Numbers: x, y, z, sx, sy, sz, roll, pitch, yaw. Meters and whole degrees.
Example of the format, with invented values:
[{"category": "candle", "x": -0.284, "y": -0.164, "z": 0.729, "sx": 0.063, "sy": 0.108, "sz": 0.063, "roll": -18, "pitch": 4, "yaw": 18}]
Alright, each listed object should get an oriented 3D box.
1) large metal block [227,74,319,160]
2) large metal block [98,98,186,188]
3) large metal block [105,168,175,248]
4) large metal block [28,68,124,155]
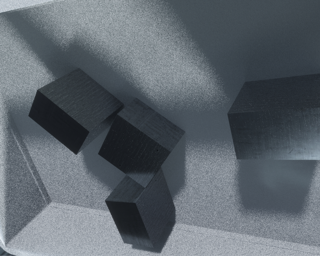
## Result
[{"category": "large metal block", "x": 0.119, "y": -0.012, "z": 0.302, "sx": 0.080, "sy": 0.080, "sz": 0.050, "roll": -3, "pitch": 117, "yaw": 29}, {"category": "large metal block", "x": -0.026, "y": 0.020, "z": 0.417, "sx": 0.080, "sy": 0.050, "sz": 0.079, "roll": 35, "pitch": 129, "yaw": 4}, {"category": "large metal block", "x": -0.025, "y": 0.113, "z": 0.455, "sx": 0.050, "sy": 0.080, "sz": 0.080, "roll": -4, "pitch": 117, "yaw": 30}, {"category": "large metal block", "x": -0.110, "y": -0.025, "z": 0.414, "sx": 0.080, "sy": 0.080, "sz": 0.050, "roll": 39, "pitch": 129, "yaw": 1}]
